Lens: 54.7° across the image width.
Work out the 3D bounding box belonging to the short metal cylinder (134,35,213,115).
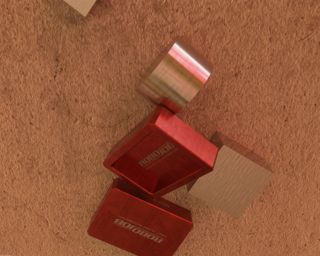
[{"bbox_3d":[0.015,-0.060,0.359,0.050,0.080,0.080,38,106,-13],"label":"short metal cylinder"}]

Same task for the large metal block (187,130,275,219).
[{"bbox_3d":[0.091,0.063,0.421,0.080,0.050,0.080,30,107,-11],"label":"large metal block"}]

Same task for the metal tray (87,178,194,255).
[{"bbox_3d":[-0.029,0.141,0.459,0.131,0.030,0.090,27,108,-10],"label":"metal tray"}]

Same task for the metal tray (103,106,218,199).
[{"bbox_3d":[-0.004,0.037,0.386,0.090,0.030,0.129,37,138,-13],"label":"metal tray"}]

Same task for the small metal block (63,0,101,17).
[{"bbox_3d":[-0.089,-0.162,0.349,0.050,0.025,0.050,36,106,-13],"label":"small metal block"}]
